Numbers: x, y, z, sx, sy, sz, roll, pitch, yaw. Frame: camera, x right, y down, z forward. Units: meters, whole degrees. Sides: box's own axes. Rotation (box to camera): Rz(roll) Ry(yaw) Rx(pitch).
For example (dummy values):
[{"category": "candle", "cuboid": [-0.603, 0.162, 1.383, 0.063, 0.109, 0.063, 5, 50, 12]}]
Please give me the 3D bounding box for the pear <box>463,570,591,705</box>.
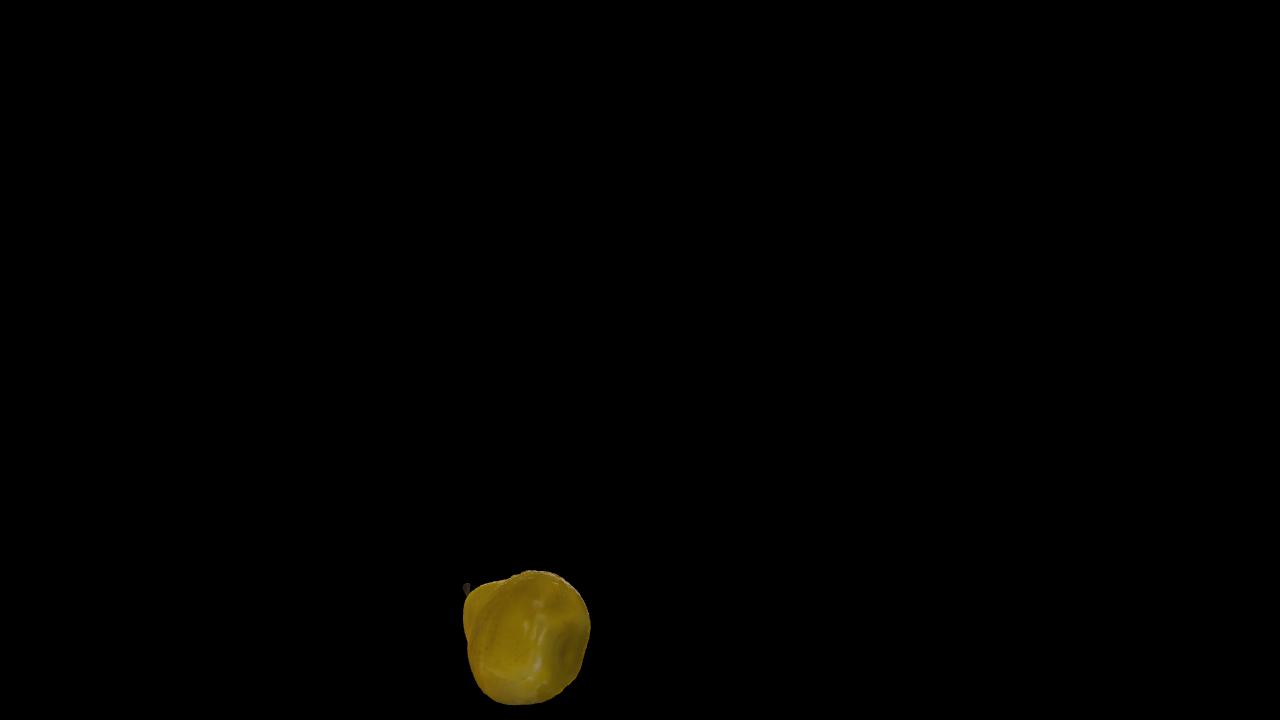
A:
[{"category": "pear", "cuboid": [-0.090, 0.176, 0.406, 0.111, 0.080, 0.080, -1, -1, 33]}]
